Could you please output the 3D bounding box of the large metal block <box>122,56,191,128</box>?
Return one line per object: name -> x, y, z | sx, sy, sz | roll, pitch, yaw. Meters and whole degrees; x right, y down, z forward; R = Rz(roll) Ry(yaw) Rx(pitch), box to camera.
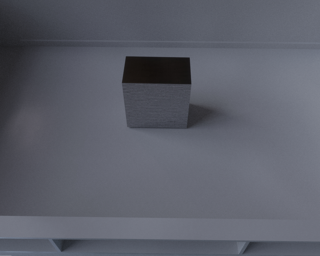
large metal block -> -0.003, -0.045, 0.405 | 0.080, 0.080, 0.050 | 1, 50, 0
